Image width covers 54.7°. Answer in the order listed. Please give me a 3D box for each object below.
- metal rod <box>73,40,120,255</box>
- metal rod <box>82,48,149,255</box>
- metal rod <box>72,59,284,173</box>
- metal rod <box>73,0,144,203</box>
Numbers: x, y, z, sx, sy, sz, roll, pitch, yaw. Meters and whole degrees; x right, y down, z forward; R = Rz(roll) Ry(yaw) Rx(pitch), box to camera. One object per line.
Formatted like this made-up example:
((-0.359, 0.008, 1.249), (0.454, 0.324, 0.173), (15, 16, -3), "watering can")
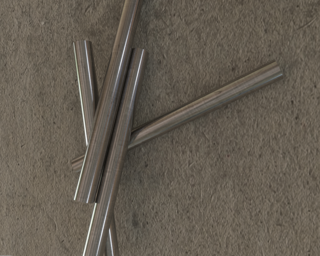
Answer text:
((-0.084, 0.035, 0.411), (0.025, 0.025, 0.298), (-7, 90, 20), "metal rod")
((-0.057, 0.041, 0.394), (0.025, 0.025, 0.299), (9, 80, 20), "metal rod")
((0.009, -0.007, 0.405), (0.300, 0.025, 0.025), (-26, 82, 18), "metal rod")
((-0.060, -0.056, 0.398), (0.025, 0.025, 0.299), (9, 81, 20), "metal rod")
